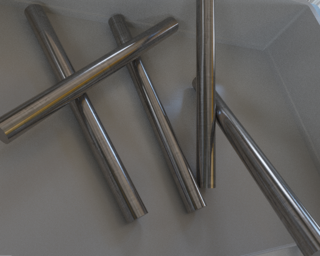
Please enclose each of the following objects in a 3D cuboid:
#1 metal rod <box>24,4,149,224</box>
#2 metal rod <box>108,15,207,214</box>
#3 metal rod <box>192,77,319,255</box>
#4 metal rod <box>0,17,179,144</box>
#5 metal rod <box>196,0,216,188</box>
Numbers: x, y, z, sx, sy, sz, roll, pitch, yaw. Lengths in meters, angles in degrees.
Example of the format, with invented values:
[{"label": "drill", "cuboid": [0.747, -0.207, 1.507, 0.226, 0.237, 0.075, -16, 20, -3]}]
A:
[{"label": "metal rod", "cuboid": [-0.095, -0.029, 0.371, 0.025, 0.025, 0.299, -19, 72, -35]}, {"label": "metal rod", "cuboid": [-0.011, -0.032, 0.419, 0.025, 0.025, 0.299, -10, 67, -33]}, {"label": "metal rod", "cuboid": [0.097, 0.016, 0.368, 0.025, 0.025, 0.300, 10, 32, -23]}, {"label": "metal rod", "cuboid": [-0.066, -0.077, 0.383, 0.025, 0.025, 0.302, 44, 51, 2]}, {"label": "metal rod", "cuboid": [0.060, -0.073, 0.407, 0.025, 0.025, 0.298, 3, 84, -27]}]
